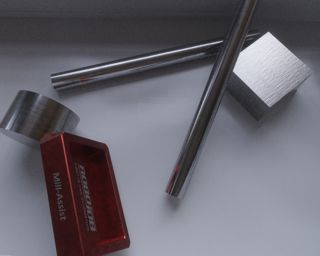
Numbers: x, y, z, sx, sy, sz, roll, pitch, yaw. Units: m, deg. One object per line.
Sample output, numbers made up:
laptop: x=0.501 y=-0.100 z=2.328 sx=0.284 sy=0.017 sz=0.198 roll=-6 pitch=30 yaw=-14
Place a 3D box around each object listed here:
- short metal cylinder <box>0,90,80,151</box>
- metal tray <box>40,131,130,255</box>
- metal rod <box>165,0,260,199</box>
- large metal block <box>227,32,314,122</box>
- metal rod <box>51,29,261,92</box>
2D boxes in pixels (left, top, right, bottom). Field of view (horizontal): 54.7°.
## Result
short metal cylinder: x=-0.147 y=-0.004 z=0.380 sx=0.080 sy=0.080 sz=0.050 roll=19 pitch=71 yaw=6
metal tray: x=-0.081 y=0.075 z=0.344 sx=0.030 sy=0.090 sz=0.130 roll=-23 pitch=70 yaw=17
metal rod: x=0.072 y=-0.057 z=0.387 sx=0.025 sy=0.025 sz=0.299 roll=21 pitch=88 yaw=7
large metal block: x=0.141 y=-0.069 z=0.424 sx=0.080 sy=0.050 sz=0.080 roll=-37 pitch=75 yaw=-13
metal rod: x=-0.002 y=-0.098 z=0.445 sx=0.302 sy=0.025 sz=0.025 roll=-14 pitch=71 yaw=-6
